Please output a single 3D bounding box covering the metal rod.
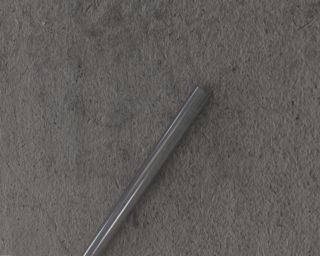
[{"bbox_3d":[-0.026,0.075,0.418,0.025,0.025,0.299,37,102,16],"label":"metal rod"}]
